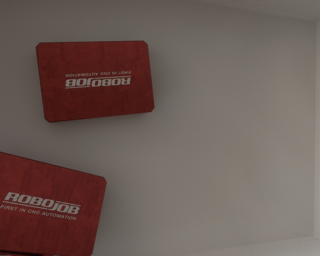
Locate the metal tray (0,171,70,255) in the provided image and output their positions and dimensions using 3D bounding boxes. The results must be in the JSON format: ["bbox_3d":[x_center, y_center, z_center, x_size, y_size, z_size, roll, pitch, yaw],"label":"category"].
[{"bbox_3d":[-0.176,0.095,0.343,0.131,0.030,0.090,16,85,-19],"label":"metal tray"}]

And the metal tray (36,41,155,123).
[{"bbox_3d":[-0.077,-0.058,0.379,0.131,0.030,0.089,-7,93,-20],"label":"metal tray"}]

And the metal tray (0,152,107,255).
[{"bbox_3d":[-0.129,0.085,0.332,0.131,0.030,0.090,21,66,-30],"label":"metal tray"}]
